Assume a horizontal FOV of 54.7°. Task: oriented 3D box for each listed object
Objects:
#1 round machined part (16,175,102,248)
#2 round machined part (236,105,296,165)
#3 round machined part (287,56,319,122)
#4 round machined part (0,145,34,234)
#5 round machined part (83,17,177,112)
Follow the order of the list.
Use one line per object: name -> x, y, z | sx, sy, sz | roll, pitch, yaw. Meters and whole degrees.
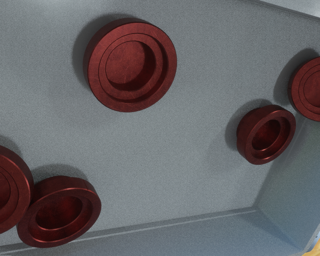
round machined part -> -0.127, 0.098, 0.384 | 0.099, 0.042, 0.097 | -19, 132, -23
round machined part -> 0.161, 0.007, 0.490 | 0.099, 0.042, 0.097 | -14, 124, -21
round machined part -> 0.246, -0.060, 0.474 | 0.098, 0.042, 0.097 | 1, 100, 7
round machined part -> -0.183, 0.060, 0.322 | 0.099, 0.042, 0.097 | -3, 106, -11
round machined part -> -0.034, -0.070, 0.336 | 0.099, 0.042, 0.097 | -14, 124, -21
